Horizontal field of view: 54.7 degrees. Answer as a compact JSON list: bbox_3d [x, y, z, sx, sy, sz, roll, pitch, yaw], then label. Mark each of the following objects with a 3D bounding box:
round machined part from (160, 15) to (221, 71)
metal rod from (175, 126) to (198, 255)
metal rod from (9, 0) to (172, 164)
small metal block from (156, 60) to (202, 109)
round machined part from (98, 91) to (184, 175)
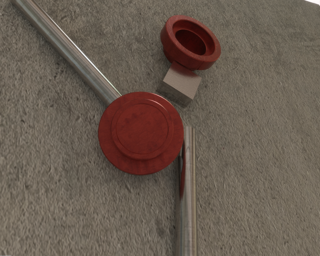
[{"bbox_3d":[0.044,-0.129,0.493,0.099,0.042,0.098,15,52,-21],"label":"round machined part"},{"bbox_3d":[0.029,0.130,0.339,0.025,0.025,0.300,16,55,-19],"label":"metal rod"},{"bbox_3d":[-0.090,-0.070,0.397,0.300,0.025,0.025,47,51,5],"label":"metal rod"},{"bbox_3d":[0.028,-0.065,0.458,0.050,0.025,0.050,31,52,-8],"label":"small metal block"},{"bbox_3d":[-0.021,0.004,0.354,0.099,0.042,0.098,1,78,-6],"label":"round machined part"}]
